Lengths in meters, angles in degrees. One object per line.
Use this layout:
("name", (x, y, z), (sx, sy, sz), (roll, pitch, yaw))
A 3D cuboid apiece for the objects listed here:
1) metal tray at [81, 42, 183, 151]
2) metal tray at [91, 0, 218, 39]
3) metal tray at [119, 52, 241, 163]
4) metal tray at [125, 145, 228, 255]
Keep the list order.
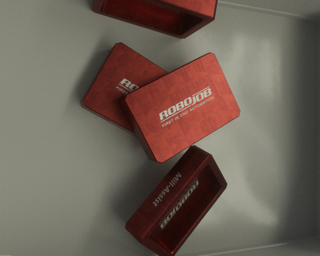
("metal tray", (-0.022, -0.036, 0.400), (0.131, 0.030, 0.090), (30, 80, -18))
("metal tray", (-0.009, -0.150, 0.372), (0.131, 0.090, 0.030), (11, 87, -20))
("metal tray", (0.027, -0.026, 0.385), (0.131, 0.030, 0.090), (-30, 100, -18))
("metal tray", (0.026, 0.097, 0.394), (0.130, 0.030, 0.090), (-49, 138, -13))
